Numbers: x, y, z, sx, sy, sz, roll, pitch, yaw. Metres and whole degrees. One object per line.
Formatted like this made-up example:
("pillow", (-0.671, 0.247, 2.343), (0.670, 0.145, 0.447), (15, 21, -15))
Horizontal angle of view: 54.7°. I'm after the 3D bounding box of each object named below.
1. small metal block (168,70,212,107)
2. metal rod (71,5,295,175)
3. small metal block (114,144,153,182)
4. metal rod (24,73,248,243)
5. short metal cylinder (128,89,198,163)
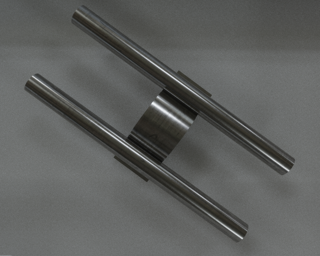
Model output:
("small metal block", (0.035, -0.045, 0.397), (0.050, 0.050, 0.025), (37, 90, -1))
("metal rod", (0.027, -0.043, 0.360), (0.301, 0.025, 0.025), (36, 90, -1))
("small metal block", (-0.028, 0.040, 0.397), (0.050, 0.050, 0.025), (37, 90, -1))
("metal rod", (-0.027, 0.035, 0.361), (0.301, 0.025, 0.025), (36, 90, 0))
("short metal cylinder", (0.003, -0.003, 0.382), (0.050, 0.080, 0.080), (37, 90, -1))
